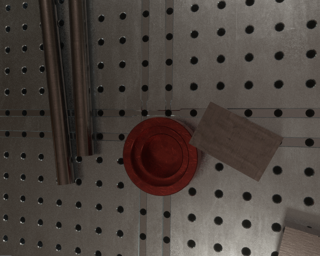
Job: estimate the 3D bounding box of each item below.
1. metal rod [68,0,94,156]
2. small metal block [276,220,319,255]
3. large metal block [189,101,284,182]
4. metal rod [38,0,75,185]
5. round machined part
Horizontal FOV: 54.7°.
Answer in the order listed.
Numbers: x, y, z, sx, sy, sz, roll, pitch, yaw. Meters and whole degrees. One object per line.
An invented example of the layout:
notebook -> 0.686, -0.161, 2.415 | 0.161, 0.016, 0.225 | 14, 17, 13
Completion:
metal rod -> -0.117, -0.109, 0.452 | 0.025, 0.025, 0.298 | -4, 89, 19
small metal block -> 0.164, 0.140, 0.355 | 0.050, 0.025, 0.050 | 13, 94, 19
large metal block -> 0.089, 0.013, 0.352 | 0.080, 0.080, 0.050 | 29, 100, 17
metal rod -> -0.156, -0.065, 0.466 | 0.025, 0.025, 0.298 | -8, 88, 19
round machined part -> 0.005, 0.035, 0.401 | 0.098, 0.042, 0.097 | 0, 90, 19
